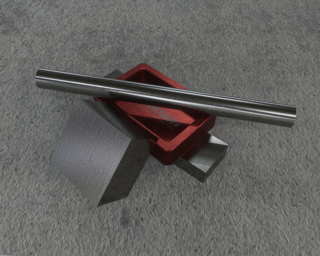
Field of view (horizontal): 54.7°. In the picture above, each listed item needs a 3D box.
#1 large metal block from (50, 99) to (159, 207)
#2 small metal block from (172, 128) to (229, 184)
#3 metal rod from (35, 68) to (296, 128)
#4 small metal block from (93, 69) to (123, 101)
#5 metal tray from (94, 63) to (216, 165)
[{"bbox_3d":[-0.062,0.024,0.337,0.080,0.080,0.050,35,17,26],"label":"large metal block"},{"bbox_3d":[0.047,0.031,0.379,0.050,0.025,0.050,31,56,23],"label":"small metal block"},{"bbox_3d":[0.000,-0.037,0.364,0.302,0.025,0.025,9,51,7],"label":"metal rod"},{"bbox_3d":[-0.064,-0.053,0.448,0.050,0.025,0.050,37,59,26],"label":"small metal block"},{"bbox_3d":[-0.007,-0.023,0.387,0.130,0.030,0.090,36,58,26],"label":"metal tray"}]
